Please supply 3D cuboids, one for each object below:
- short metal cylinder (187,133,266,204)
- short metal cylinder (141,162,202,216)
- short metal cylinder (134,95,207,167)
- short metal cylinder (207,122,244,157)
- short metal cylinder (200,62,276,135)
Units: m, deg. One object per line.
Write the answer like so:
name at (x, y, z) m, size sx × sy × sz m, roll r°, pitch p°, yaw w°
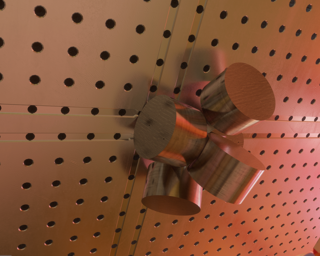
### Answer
short metal cylinder at (0.081, 0.048, 0.384) m, size 0.081 × 0.080 × 0.050 m, roll 19°, pitch 108°, yaw -36°
short metal cylinder at (0.018, 0.084, 0.430) m, size 0.080 × 0.050 × 0.080 m, roll 8°, pitch 149°, yaw 5°
short metal cylinder at (0.011, 0.005, 0.384) m, size 0.050 × 0.080 × 0.080 m, roll 20°, pitch 107°, yaw -36°
short metal cylinder at (0.072, 0.020, 0.445) m, size 0.081 × 0.050 × 0.079 m, roll -13°, pitch 123°, yaw -21°
short metal cylinder at (0.100, -0.036, 0.398) m, size 0.081 × 0.080 × 0.050 m, roll 2°, pitch 157°, yaw -29°
